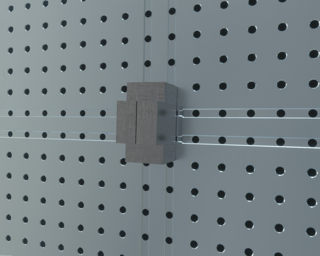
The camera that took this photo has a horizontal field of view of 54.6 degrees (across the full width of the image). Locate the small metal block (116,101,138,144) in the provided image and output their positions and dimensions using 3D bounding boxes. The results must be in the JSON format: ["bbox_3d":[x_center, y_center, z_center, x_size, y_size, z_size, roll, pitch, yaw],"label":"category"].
[{"bbox_3d":[-0.031,-0.007,0.384,0.025,0.050,0.050,2,91,20],"label":"small metal block"}]

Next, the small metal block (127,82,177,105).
[{"bbox_3d":[-0.009,-0.044,0.402,0.050,0.050,0.025,2,91,20],"label":"small metal block"}]

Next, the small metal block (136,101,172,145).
[{"bbox_3d":[-0.006,-0.006,0.375,0.025,0.050,0.050,2,91,21],"label":"small metal block"}]

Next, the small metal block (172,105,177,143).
[{"bbox_3d":[-0.006,-0.007,0.415,0.050,0.025,0.050,2,91,21],"label":"small metal block"}]

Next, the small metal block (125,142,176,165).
[{"bbox_3d":[-0.011,0.031,0.403,0.050,0.050,0.025,2,91,20],"label":"small metal block"}]
